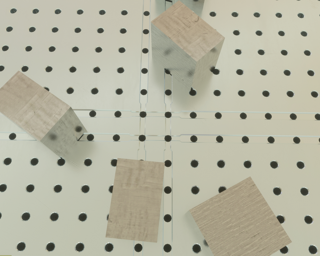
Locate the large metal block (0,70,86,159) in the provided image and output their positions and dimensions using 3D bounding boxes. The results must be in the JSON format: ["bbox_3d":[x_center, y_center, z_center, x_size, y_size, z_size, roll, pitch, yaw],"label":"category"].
[{"bbox_3d":[-0.148,-0.013,0.386,0.080,0.080,0.050,34,73,11],"label":"large metal block"}]

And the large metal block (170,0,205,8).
[{"bbox_3d":[0.042,-0.247,0.489,0.080,0.050,0.080,16,71,5],"label":"large metal block"}]

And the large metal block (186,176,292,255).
[{"bbox_3d":[0.086,0.114,0.358,0.080,0.050,0.080,-26,72,-10],"label":"large metal block"}]

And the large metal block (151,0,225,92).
[{"bbox_3d":[0.034,-0.109,0.423,0.050,0.080,0.080,-42,76,-14],"label":"large metal block"}]

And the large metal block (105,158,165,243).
[{"bbox_3d":[-0.024,0.085,0.351,0.050,0.080,0.080,6,70,2],"label":"large metal block"}]
